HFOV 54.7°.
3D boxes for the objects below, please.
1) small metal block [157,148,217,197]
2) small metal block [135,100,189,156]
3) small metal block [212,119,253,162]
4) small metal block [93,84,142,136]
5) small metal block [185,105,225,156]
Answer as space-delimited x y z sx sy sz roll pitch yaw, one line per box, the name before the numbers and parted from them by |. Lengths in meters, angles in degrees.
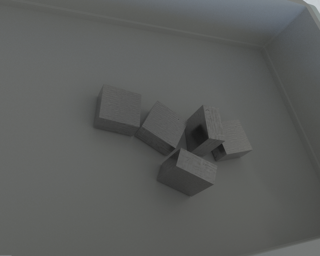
small metal block | 0.032 0.054 0.372 0.050 0.050 0.025 27 53 -12
small metal block | 0.003 0.000 0.405 0.050 0.025 0.050 34 51 -7
small metal block | 0.098 0.017 0.447 0.050 0.025 0.050 -6 65 -31
small metal block | -0.052 -0.022 0.389 0.050 0.025 0.050 14 56 -21
small metal block | 0.059 0.004 0.418 0.025 0.050 0.050 10 58 -24
